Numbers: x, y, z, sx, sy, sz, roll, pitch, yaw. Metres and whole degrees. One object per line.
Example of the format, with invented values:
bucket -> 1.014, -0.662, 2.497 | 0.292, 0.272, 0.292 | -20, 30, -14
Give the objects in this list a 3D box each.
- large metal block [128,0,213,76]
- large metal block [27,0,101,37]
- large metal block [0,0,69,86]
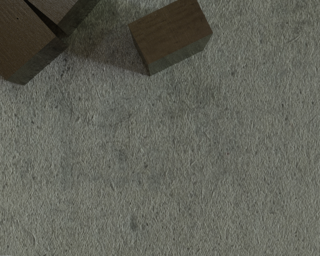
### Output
large metal block -> 0.012, -0.110, 0.382 | 0.080, 0.080, 0.050 | -26, 90, 0
large metal block -> -0.128, -0.180, 0.396 | 0.080, 0.050, 0.080 | 40, 90, 0
large metal block -> -0.181, -0.113, 0.396 | 0.080, 0.050, 0.080 | -42, 90, 0
